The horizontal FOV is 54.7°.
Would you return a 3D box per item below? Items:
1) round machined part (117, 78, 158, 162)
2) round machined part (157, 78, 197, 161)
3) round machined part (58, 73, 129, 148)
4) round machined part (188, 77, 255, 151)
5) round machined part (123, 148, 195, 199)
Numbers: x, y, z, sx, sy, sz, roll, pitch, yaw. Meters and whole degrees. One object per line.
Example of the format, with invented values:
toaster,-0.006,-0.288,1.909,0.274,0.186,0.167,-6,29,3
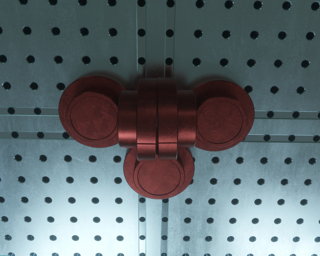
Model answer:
round machined part,-0.025,-0.010,0.364,0.042,0.098,0.097,1,110,-1
round machined part,0.019,-0.010,0.365,0.042,0.098,0.097,-1,110,0
round machined part,-0.081,-0.018,0.396,0.099,0.042,0.097,0,110,-1
round machined part,0.073,-0.013,0.400,0.099,0.042,0.097,0,110,-1
round machined part,-0.001,0.057,0.425,0.099,0.042,0.097,0,110,-1
